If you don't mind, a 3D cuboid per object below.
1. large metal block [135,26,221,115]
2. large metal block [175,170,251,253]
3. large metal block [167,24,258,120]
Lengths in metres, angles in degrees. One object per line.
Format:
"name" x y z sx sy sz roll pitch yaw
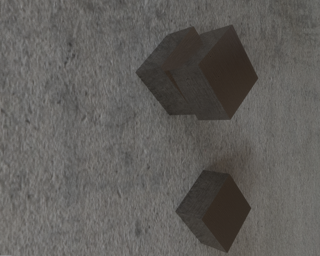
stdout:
"large metal block" 0.028 -0.074 0.414 0.080 0.050 0.080 50 60 -29
"large metal block" 0.081 0.121 0.460 0.080 0.050 0.080 -50 120 -28
"large metal block" 0.068 -0.066 0.382 0.080 0.050 0.080 -51 120 -28
